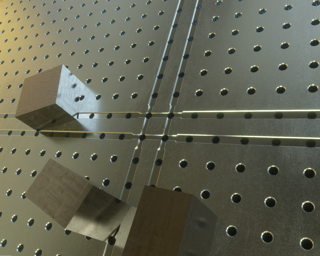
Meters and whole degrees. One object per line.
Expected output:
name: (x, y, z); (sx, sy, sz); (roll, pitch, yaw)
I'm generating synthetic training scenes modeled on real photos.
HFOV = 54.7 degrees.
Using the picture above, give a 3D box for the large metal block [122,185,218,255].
large metal block: (0.012, 0.110, 0.298); (0.050, 0.080, 0.080); (4, 64, 30)

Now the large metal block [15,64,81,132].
large metal block: (-0.184, -0.049, 0.516); (0.080, 0.050, 0.080); (-15, 56, 19)

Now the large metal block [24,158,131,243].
large metal block: (-0.096, 0.087, 0.368); (0.080, 0.080, 0.050); (21, 73, 35)
